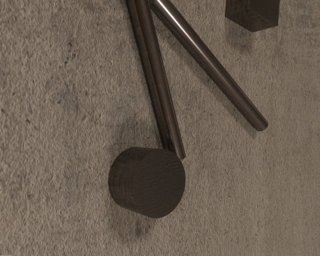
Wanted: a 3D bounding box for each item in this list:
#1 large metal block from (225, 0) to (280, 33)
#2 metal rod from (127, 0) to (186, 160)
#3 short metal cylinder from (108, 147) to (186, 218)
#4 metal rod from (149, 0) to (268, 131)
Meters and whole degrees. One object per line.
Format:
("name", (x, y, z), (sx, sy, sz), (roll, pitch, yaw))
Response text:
("large metal block", (0.158, -0.219, 0.524), (0.081, 0.050, 0.080), (10, 84, -40))
("metal rod", (-0.013, -0.100, 0.395), (0.025, 0.025, 0.298), (-24, 105, -38))
("short metal cylinder", (-0.015, 0.064, 0.378), (0.081, 0.050, 0.079), (0, 90, -40))
("metal rod", (0.089, -0.086, 0.481), (0.301, 0.025, 0.025), (41, 65, -33))
